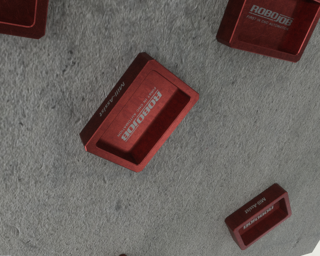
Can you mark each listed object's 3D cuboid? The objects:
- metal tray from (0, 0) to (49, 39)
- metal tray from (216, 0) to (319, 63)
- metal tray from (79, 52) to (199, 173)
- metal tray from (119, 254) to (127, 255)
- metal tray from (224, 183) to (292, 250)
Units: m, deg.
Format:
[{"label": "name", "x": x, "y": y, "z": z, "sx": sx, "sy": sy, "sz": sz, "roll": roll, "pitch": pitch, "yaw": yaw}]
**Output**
[{"label": "metal tray", "x": -0.133, "y": -0.143, "z": 0.241, "sx": 0.091, "sy": 0.030, "sz": 0.129, "roll": 2, "pitch": 118, "yaw": -30}, {"label": "metal tray", "x": 0.144, "y": -0.139, "z": 0.395, "sx": 0.131, "sy": 0.030, "sz": 0.089, "roll": 3, "pitch": 117, "yaw": -30}, {"label": "metal tray", "x": -0.024, "y": -0.015, "z": 0.381, "sx": 0.090, "sy": 0.030, "sz": 0.130, "roll": 31, "pitch": 101, "yaw": -38}, {"label": "metal tray", "x": -0.088, "y": 0.282, "z": 0.530, "sx": 0.130, "sy": 0.030, "sz": 0.090, "roll": -37, "pitch": 129, "yaw": -4}, {"label": "metal tray", "x": 0.200, "y": 0.180, "z": 0.623, "sx": 0.130, "sy": 0.030, "sz": 0.090, "roll": -33, "pitch": 129, "yaw": -7}]
